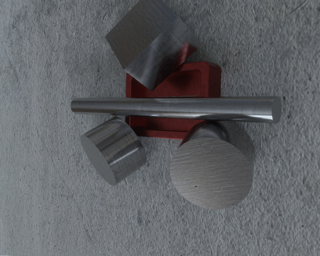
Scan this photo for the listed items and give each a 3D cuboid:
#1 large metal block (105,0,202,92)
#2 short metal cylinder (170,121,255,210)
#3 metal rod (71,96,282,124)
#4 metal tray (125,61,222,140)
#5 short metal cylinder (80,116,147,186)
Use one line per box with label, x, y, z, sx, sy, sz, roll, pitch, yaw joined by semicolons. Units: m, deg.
large metal block;-0.010;-0.105;0.370;0.080;0.050;0.080;-42;47;14
short metal cylinder;0.056;0.037;0.323;0.080;0.050;0.079;7;114;16
metal rod;-0.010;-0.025;0.375;0.300;0.025;0.025;4;93;39
metal tray;0.012;-0.032;0.394;0.130;0.030;0.089;3;92;40
short metal cylinder;-0.063;0.031;0.418;0.080;0.050;0.080;40;150;30
